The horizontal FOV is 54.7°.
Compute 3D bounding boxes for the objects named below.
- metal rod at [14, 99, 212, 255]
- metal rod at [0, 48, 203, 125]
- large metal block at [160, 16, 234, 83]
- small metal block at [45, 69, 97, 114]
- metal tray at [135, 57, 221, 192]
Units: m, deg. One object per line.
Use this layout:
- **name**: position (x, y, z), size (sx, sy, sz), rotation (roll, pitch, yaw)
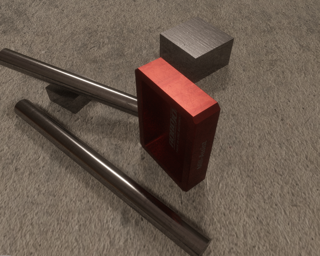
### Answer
- **metal rod**: position (-0.072, 0.045, 0.363), size (0.300, 0.025, 0.025), rotation (33, 57, 24)
- **metal rod**: position (-0.076, -0.045, 0.413), size (0.301, 0.025, 0.025), rotation (21, 53, 6)
- **large metal block**: position (0.056, -0.126, 0.493), size (0.081, 0.050, 0.080), rotation (-32, 57, -24)
- **small metal block**: position (-0.126, -0.054, 0.447), size (0.050, 0.025, 0.050), rotation (27, 55, 21)
- **metal tray**: position (0.014, 0.001, 0.334), size (0.030, 0.129, 0.090), rotation (-31, 57, -23)
